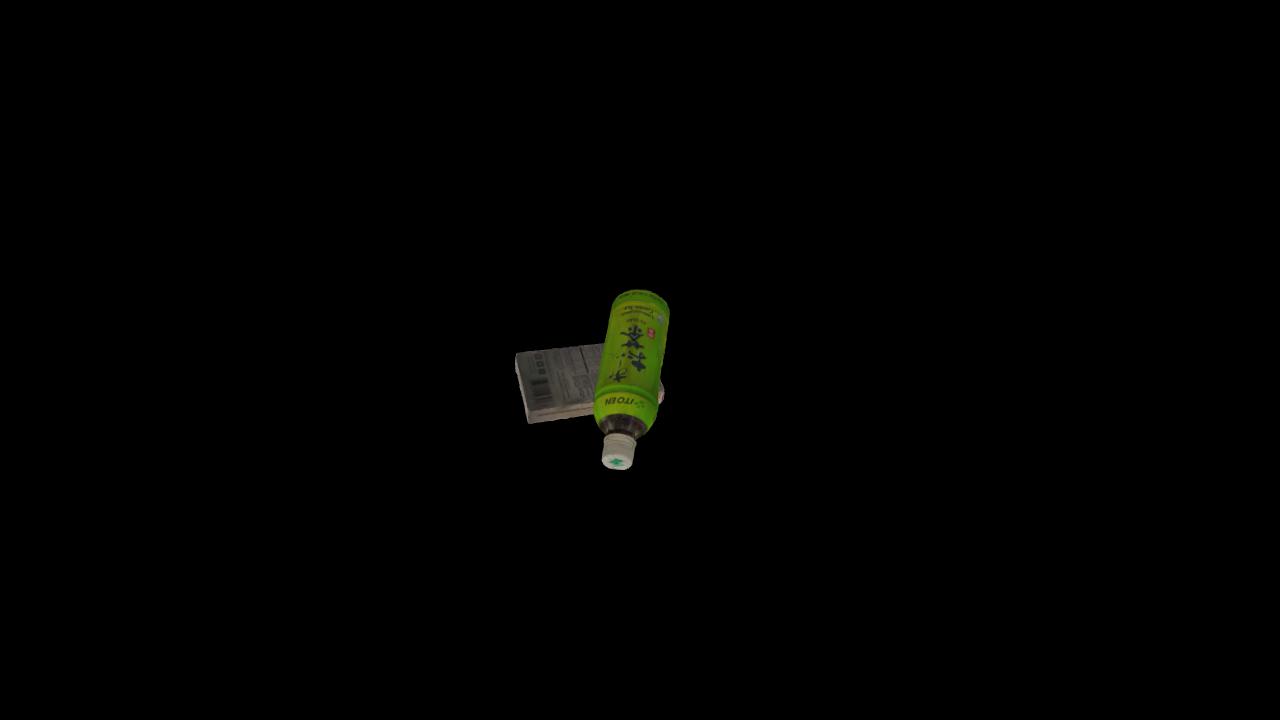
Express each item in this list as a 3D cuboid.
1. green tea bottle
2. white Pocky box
[{"bbox_3d":[-0.011,0.019,0.663,0.073,0.212,0.073,6,-37,4],"label":"green tea bottle"},{"bbox_3d":[-0.057,0.021,0.692,0.154,0.084,0.028,-7,-40,-18],"label":"white Pocky box"}]
